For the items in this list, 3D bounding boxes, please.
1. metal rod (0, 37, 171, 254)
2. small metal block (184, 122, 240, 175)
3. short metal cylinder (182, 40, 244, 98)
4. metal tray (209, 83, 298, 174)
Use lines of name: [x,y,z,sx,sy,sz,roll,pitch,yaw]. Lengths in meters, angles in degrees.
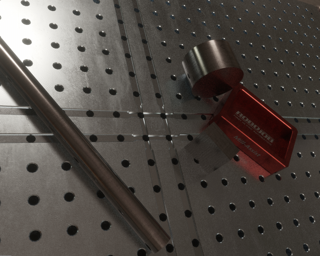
metal rod: [-0.097,0.014,0.347,0.300,0.025,0.025,49,51,6]
small metal block: [0.069,0.028,0.414,0.050,0.050,0.025,49,51,6]
short metal cylinder: [0.080,-0.088,0.472,0.081,0.080,0.050,-2,63,-30]
metal tray: [0.150,-0.001,0.489,0.130,0.030,0.090,38,51,-3]
